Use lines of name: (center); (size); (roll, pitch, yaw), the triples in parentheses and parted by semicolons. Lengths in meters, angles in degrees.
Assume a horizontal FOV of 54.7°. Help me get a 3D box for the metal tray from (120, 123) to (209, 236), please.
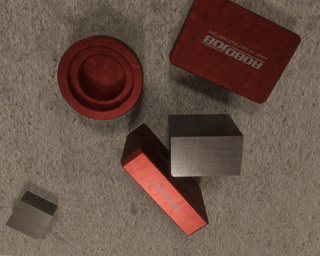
metal tray: (0.007, 0.063, 0.398); (0.030, 0.090, 0.130); (-37, 106, 12)

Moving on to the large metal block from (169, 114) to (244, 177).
large metal block: (0.053, 0.019, 0.388); (0.081, 0.080, 0.050); (-1, 110, 0)

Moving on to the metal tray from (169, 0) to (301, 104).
metal tray: (0.087, -0.096, 0.373); (0.131, 0.030, 0.089); (23, 108, -9)

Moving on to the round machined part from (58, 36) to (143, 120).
round machined part: (-0.069, -0.063, 0.377); (0.099, 0.042, 0.097); (0, 110, -1)

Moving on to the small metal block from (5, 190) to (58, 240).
small metal block: (-0.188, 0.128, 0.454); (0.050, 0.025, 0.050); (32, 107, -12)
